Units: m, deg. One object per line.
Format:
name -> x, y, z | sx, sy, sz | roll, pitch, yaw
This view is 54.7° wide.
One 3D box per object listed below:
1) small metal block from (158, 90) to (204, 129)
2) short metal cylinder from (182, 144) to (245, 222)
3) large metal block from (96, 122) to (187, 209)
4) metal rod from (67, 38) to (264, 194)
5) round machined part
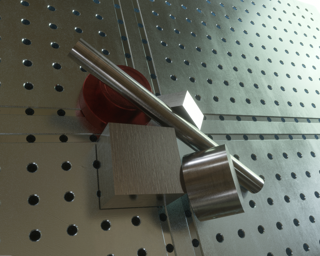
small metal block -> 0.022, -0.019, 0.405 | 0.050, 0.050, 0.025 | 51, 45, -39
short metal cylinder -> 0.063, 0.064, 0.361 | 0.080, 0.050, 0.080 | -17, 90, -76
large metal block -> -0.024, 0.043, 0.351 | 0.081, 0.050, 0.080 | 5, 60, -26
metal rod -> 0.022, -0.003, 0.381 | 0.301, 0.025, 0.025 | 36, 50, -21
round machined part -> -0.049, -0.042, 0.397 | 0.099, 0.042, 0.098 | 14, 56, -21
